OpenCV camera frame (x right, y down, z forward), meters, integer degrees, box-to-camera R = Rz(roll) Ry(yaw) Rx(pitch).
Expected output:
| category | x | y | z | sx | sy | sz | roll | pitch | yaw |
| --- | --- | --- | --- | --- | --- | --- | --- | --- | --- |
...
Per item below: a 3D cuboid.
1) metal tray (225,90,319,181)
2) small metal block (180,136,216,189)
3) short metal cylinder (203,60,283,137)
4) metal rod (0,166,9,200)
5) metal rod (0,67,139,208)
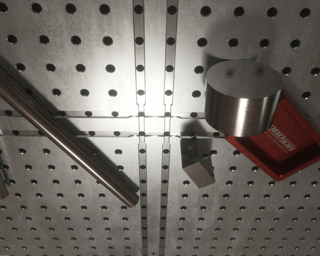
| category | x | y | z | sx | sy | sz | roll | pitch | yaw |
| --- | --- | --- | --- | --- | --- | --- | --- | --- | --- |
| metal tray | 0.160 | 0.014 | 0.422 | 0.130 | 0.030 | 0.090 | 37 | 121 | -28 |
| small metal block | 0.053 | 0.049 | 0.438 | 0.025 | 0.050 | 0.050 | -25 | 126 | 20 |
| short metal cylinder | 0.091 | -0.035 | 0.347 | 0.081 | 0.080 | 0.050 | -2 | 130 | 1 |
| metal rod | -0.242 | -0.007 | 0.401 | 0.025 | 0.025 | 0.298 | 4 | 130 | -4 |
| metal rod | -0.124 | 0.025 | 0.430 | 0.025 | 0.025 | 0.300 | -26 | 126 | 20 |
